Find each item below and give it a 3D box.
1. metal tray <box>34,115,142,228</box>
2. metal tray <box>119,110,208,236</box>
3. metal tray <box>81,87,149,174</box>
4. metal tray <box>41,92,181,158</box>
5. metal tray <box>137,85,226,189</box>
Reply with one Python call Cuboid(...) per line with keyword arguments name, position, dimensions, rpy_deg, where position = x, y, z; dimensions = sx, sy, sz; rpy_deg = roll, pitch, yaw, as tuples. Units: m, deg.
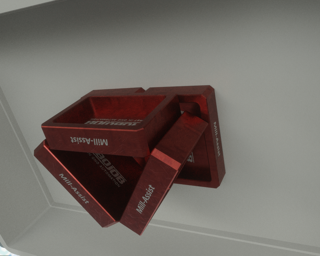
Cuboid(name="metal tray", position=(-0.082, 0.050, 0.399), dimensions=(0.130, 0.090, 0.030), rpy_deg=(49, 129, -7))
Cuboid(name="metal tray", position=(0.003, 0.052, 0.355), dimensions=(0.030, 0.090, 0.129), rpy_deg=(31, 129, 8))
Cuboid(name="metal tray", position=(-0.052, 0.010, 0.439), dimensions=(0.090, 0.030, 0.129), rpy_deg=(1, 118, 28))
Cuboid(name="metal tray", position=(-0.053, -0.008, 0.347), dimensions=(0.130, 0.090, 0.030), rpy_deg=(2, 120, 27))
Cuboid(name="metal tray", position=(0.029, 0.012, 0.396), dimensions=(0.090, 0.030, 0.129), rpy_deg=(1, 118, 28))
